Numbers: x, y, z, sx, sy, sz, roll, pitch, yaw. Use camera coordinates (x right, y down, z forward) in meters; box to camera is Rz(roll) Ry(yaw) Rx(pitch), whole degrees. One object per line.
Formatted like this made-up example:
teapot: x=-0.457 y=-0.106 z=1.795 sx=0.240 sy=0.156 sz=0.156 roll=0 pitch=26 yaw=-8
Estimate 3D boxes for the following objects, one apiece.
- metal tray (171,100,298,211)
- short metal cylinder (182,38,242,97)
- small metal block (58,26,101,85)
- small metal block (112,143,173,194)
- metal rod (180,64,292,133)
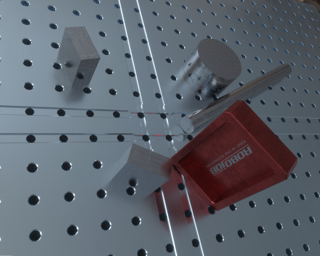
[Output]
metal tray: x=0.078 y=0.038 z=0.361 sx=0.090 sy=0.129 sz=0.030 roll=49 pitch=51 yaw=5
short metal cylinder: x=0.082 y=-0.096 z=0.498 sx=0.081 sy=0.050 sz=0.080 roll=14 pitch=56 yaw=-21
small metal block: x=-0.104 y=-0.092 z=0.393 sx=0.025 sy=0.050 sz=0.050 roll=-17 pitch=71 yaw=-35
small metal block: x=-0.020 y=0.048 z=0.354 sx=0.050 sy=0.050 sz=0.025 roll=24 pitch=53 yaw=-14
metal rod: x=0.144 y=-0.060 z=0.524 sx=0.302 sy=0.025 sz=0.025 roll=-28 pitch=77 yaw=-38
